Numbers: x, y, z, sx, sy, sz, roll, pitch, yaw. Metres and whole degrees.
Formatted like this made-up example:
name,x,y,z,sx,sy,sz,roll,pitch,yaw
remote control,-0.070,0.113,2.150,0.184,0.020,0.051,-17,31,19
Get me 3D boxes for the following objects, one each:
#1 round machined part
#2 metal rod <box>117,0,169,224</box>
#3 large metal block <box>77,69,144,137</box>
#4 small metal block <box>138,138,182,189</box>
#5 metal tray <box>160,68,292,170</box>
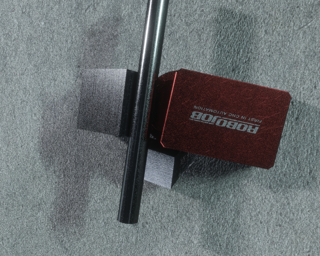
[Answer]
name,x,y,z,sx,sy,sz,roll,pitch,yaw
round machined part,0.022,-0.025,0.393,0.098,0.042,0.097,0,90,20
metal rod,-0.018,-0.036,0.372,0.025,0.025,0.298,8,91,20
large metal block,-0.059,-0.033,0.406,0.080,0.050,0.079,9,93,38
small metal block,-0.002,0.045,0.400,0.050,0.025,0.050,17,121,19
metal tray,0.073,-0.011,0.358,0.131,0.030,0.089,12,95,-1
